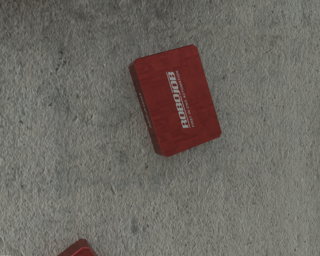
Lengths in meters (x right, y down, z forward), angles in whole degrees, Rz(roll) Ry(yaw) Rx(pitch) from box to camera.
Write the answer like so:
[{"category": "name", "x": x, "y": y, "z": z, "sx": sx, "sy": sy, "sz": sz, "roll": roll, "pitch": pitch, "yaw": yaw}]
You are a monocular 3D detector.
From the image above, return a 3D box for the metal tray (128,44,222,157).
[{"category": "metal tray", "x": 0.022, "y": -0.037, "z": 0.414, "sx": 0.091, "sy": 0.030, "sz": 0.129, "roll": -20, "pitch": 97, "yaw": -19}]

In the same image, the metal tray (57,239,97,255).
[{"category": "metal tray", "x": -0.119, "y": 0.208, "z": 0.363, "sx": 0.131, "sy": 0.030, "sz": 0.090, "roll": -34, "pitch": 101, "yaw": -17}]
